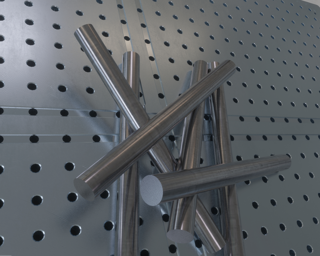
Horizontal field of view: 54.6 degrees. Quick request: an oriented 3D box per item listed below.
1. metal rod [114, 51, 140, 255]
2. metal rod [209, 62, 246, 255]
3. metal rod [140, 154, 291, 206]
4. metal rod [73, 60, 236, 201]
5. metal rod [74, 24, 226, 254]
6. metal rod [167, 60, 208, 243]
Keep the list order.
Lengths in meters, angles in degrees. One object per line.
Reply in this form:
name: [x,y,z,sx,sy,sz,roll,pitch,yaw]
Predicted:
metal rod: [-0.037,0.027,0.371,0.025,0.025,0.299,12,57,-22]
metal rod: [0.088,0.025,0.439,0.025,0.025,0.300,14,56,-21]
metal rod: [0.092,0.052,0.365,0.302,0.025,0.025,1,60,-49]
metal rod: [0.019,-0.019,0.369,0.025,0.025,0.302,46,48,4]
metal rod: [-0.013,0.011,0.365,0.025,0.025,0.299,-30,88,-38]
metal rod: [0.042,0.000,0.395,0.025,0.025,0.300,26,42,-12]
